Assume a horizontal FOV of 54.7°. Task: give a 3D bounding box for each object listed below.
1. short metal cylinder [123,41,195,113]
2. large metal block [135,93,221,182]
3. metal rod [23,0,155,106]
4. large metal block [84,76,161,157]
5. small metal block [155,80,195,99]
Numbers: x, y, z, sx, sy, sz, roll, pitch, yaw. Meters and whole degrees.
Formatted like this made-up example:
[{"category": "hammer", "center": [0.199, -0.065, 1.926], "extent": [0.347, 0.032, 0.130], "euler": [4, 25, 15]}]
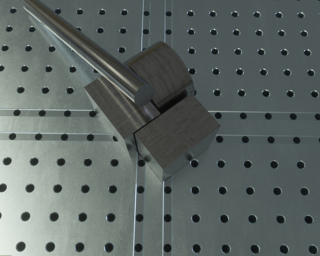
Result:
[{"category": "short metal cylinder", "center": [-0.003, -0.057, 0.376], "extent": [0.050, 0.080, 0.080], "euler": [-35, 74, -12]}, {"category": "large metal block", "center": [0.020, 0.015, 0.375], "extent": [0.080, 0.080, 0.050], "euler": [-36, 74, -12]}, {"category": "metal rod", "center": [-0.108, -0.113, 0.396], "extent": [0.025, 0.025, 0.300], "euler": [-40, 54, -13]}, {"category": "large metal block", "center": [-0.044, -0.018, 0.389], "extent": [0.050, 0.080, 0.080], "euler": [-36, 74, -12]}, {"category": "small metal block", "center": [0.012, -0.050, 0.431], "extent": [0.050, 0.025, 0.050], "euler": [-40, 75, -14]}]
